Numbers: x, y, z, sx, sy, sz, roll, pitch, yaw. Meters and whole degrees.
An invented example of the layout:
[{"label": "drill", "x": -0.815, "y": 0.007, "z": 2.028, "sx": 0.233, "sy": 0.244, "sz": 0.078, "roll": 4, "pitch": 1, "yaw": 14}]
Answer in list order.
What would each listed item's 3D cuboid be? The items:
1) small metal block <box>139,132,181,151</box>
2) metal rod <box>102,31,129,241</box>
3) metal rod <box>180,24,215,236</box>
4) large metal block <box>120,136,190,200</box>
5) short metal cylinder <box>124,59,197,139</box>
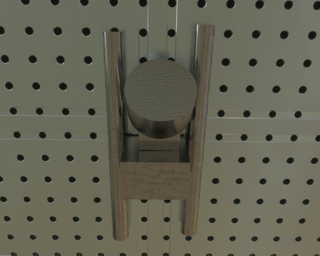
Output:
[{"label": "small metal block", "x": -0.001, "y": 0.007, "z": 0.402, "sx": 0.050, "sy": 0.050, "sz": 0.025, "roll": 1, "pitch": 110, "yaw": -1}, {"label": "metal rod", "x": -0.058, "y": 0.024, "z": 0.422, "sx": 0.025, "sy": 0.025, "sz": 0.298, "roll": 1, "pitch": 110, "yaw": 0}, {"label": "metal rod", "x": 0.048, "y": 0.017, "z": 0.420, "sx": 0.025, "sy": 0.025, "sz": 0.298, "roll": 2, "pitch": 110, "yaw": -1}, {"label": "large metal block", "x": -0.006, "y": 0.049, "z": 0.399, "sx": 0.081, "sy": 0.080, "sz": 0.050, "roll": 1, "pitch": 110, "yaw": -1}, {"label": "short metal cylinder", "x": 0.001, "y": -0.033, "z": 0.365, "sx": 0.081, "sy": 0.050, "sz": 0.080, "roll": 1, "pitch": 66, "yaw": -1}]
